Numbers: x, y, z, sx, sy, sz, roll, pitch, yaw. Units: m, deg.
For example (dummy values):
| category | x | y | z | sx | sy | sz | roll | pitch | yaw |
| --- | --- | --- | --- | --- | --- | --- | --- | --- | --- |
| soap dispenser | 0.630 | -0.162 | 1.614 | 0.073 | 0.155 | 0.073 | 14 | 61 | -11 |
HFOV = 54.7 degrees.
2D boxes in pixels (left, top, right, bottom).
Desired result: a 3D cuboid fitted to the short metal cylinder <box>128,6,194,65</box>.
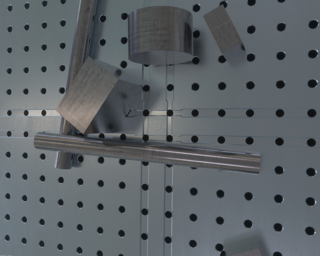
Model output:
| category | x | y | z | sx | sy | sz | roll | pitch | yaw |
| --- | --- | --- | --- | --- | --- | --- | --- | --- | --- |
| short metal cylinder | 0.001 | -0.111 | 0.383 | 0.080 | 0.080 | 0.050 | -1 | 90 | 20 |

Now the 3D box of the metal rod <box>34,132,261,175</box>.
| category | x | y | z | sx | sy | sz | roll | pitch | yaw |
| --- | --- | --- | --- | --- | --- | --- | --- | --- | --- |
| metal rod | -0.027 | 0.031 | 0.406 | 0.301 | 0.025 | 0.025 | 5 | 92 | 14 |

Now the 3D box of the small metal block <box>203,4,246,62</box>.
| category | x | y | z | sx | sy | sz | roll | pitch | yaw |
| --- | --- | --- | --- | --- | --- | --- | --- | --- | --- |
| small metal block | 0.079 | -0.112 | 0.372 | 0.025 | 0.050 | 0.050 | -27 | 81 | 18 |

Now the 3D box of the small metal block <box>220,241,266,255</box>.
| category | x | y | z | sx | sy | sz | roll | pitch | yaw |
| --- | --- | --- | --- | --- | --- | --- | --- | --- | --- |
| small metal block | 0.106 | 0.172 | 0.375 | 0.050 | 0.025 | 0.050 | -24 | 82 | 18 |

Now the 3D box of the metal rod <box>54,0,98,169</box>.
| category | x | y | z | sx | sy | sz | roll | pitch | yaw |
| --- | --- | --- | --- | --- | --- | --- | --- | --- | --- |
| metal rod | -0.120 | -0.088 | 0.454 | 0.025 | 0.025 | 0.298 | 11 | 94 | 19 |

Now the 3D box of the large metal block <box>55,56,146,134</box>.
| category | x | y | z | sx | sy | sz | roll | pitch | yaw |
| --- | --- | --- | --- | --- | --- | --- | --- | --- | --- |
| large metal block | -0.076 | -0.040 | 0.410 | 0.050 | 0.080 | 0.080 | 38 | 102 | 16 |
